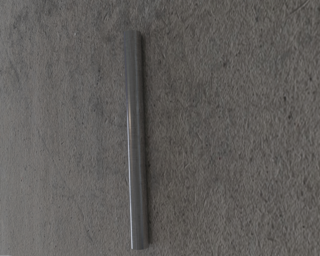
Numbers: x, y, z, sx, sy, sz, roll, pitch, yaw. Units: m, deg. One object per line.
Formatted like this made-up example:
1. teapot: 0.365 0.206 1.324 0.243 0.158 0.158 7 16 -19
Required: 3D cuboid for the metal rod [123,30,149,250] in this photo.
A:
1. metal rod: -0.033 0.015 0.433 0.025 0.025 0.298 -4 88 40
